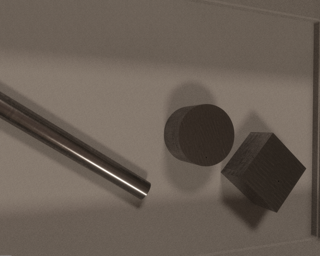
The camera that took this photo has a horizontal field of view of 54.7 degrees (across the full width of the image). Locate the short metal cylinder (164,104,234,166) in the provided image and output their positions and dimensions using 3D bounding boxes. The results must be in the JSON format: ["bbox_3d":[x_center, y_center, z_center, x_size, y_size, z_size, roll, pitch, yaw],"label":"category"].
[{"bbox_3d":[0.052,0.009,0.418,0.081,0.050,0.079,0,90,-21],"label":"short metal cylinder"}]

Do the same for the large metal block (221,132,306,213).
[{"bbox_3d":[0.152,0.062,0.455,0.080,0.050,0.080,43,76,-15],"label":"large metal block"}]

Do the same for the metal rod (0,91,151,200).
[{"bbox_3d":[-0.138,0.001,0.359,0.301,0.025,0.025,34,79,-17],"label":"metal rod"}]
